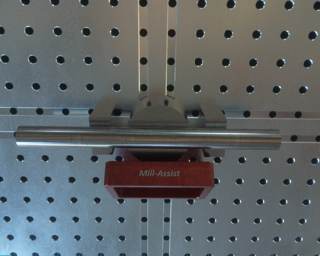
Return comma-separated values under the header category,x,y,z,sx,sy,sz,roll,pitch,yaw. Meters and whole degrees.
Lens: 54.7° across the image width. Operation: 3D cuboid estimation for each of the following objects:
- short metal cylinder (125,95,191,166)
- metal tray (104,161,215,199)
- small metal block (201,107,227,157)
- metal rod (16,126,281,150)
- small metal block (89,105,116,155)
category,x,y,z,sx,sy,sz,roll,pitch,yaw
short metal cylinder,-0.002,0.002,0.400,0.081,0.050,0.079,0,110,0
metal tray,-0.001,0.071,0.407,0.131,0.090,0.030,0,67,0
small metal block,0.068,0.004,0.402,0.025,0.050,0.050,-1,110,0
metal rod,-0.013,0.012,0.364,0.302,0.025,0.025,1,110,0
small metal block,-0.072,0.001,0.400,0.025,0.050,0.050,-1,110,0
